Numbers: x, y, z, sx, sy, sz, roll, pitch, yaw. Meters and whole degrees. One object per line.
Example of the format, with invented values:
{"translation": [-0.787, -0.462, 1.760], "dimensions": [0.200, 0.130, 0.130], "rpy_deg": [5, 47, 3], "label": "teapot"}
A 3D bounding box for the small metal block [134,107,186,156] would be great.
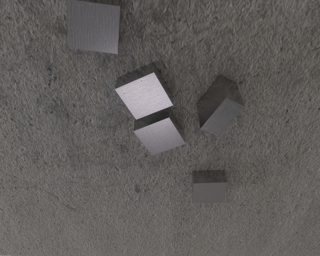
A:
{"translation": [0.000, 0.004, 0.411], "dimensions": [0.050, 0.025, 0.050], "rpy_deg": [-21, 127, 17], "label": "small metal block"}

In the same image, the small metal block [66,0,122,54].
{"translation": [-0.066, -0.107, 0.315], "dimensions": [0.050, 0.025, 0.050], "rpy_deg": [6, 130, -5], "label": "small metal block"}

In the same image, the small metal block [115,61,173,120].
{"translation": [-0.018, -0.044, 0.370], "dimensions": [0.050, 0.025, 0.050], "rpy_deg": [-21, 127, 16], "label": "small metal block"}

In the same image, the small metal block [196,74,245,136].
{"translation": [0.070, -0.027, 0.368], "dimensions": [0.025, 0.050, 0.050], "rpy_deg": [23, 127, -18], "label": "small metal block"}

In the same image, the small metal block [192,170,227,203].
{"translation": [0.076, 0.093, 0.487], "dimensions": [0.050, 0.025, 0.050], "rpy_deg": [-2, 130, 1], "label": "small metal block"}
